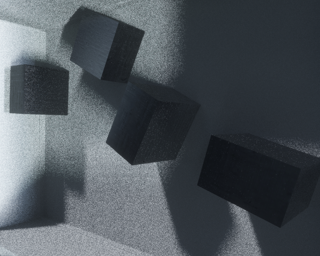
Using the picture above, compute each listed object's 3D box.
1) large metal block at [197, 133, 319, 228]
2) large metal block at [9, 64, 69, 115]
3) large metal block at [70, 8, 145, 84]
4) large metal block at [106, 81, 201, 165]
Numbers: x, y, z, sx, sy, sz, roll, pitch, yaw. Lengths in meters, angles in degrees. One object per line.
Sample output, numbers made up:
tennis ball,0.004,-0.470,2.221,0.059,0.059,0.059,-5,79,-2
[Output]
large metal block,0.096,0.042,0.291,0.080,0.081,0.050,22,104,37
large metal block,-0.209,-0.064,0.540,0.050,0.081,0.079,4,93,39
large metal block,-0.079,-0.120,0.453,0.080,0.050,0.079,34,111,34
large metal block,-0.007,-0.005,0.375,0.050,0.081,0.079,36,112,34
